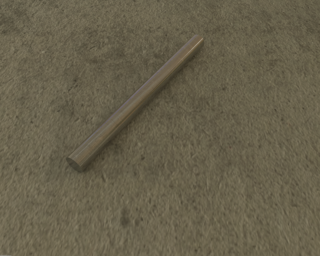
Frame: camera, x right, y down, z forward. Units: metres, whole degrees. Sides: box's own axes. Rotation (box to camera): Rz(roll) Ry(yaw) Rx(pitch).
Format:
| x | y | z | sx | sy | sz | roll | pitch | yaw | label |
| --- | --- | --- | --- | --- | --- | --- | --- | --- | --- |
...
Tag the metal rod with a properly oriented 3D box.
| x | y | z | sx | sy | sz | roll | pitch | yaw | label |
| --- | --- | --- | --- | --- | --- | --- | --- | --- | --- |
| -0.018 | -0.052 | 0.446 | 0.025 | 0.025 | 0.301 | 27 | 55 | 20 | metal rod |
